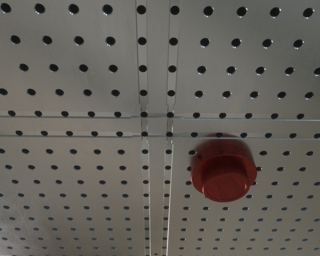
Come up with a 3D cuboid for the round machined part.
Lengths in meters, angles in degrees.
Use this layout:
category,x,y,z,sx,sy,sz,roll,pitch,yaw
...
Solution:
category,x,y,z,sx,sy,sz,roll,pitch,yaw
round machined part,0.096,0.075,0.464,0.099,0.042,0.097,0,130,0
